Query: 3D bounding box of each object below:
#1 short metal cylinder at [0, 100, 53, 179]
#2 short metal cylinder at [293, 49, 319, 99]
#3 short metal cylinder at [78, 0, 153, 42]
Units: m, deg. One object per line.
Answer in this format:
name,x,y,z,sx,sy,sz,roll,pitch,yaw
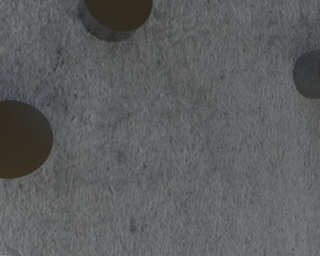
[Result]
short metal cylinder,-0.160,0.011,0.337,0.081,0.050,0.079,0,90,-21
short metal cylinder,0.263,-0.088,0.495,0.081,0.050,0.079,0,90,-21
short metal cylinder,-0.055,-0.150,0.376,0.081,0.050,0.079,0,90,-21
